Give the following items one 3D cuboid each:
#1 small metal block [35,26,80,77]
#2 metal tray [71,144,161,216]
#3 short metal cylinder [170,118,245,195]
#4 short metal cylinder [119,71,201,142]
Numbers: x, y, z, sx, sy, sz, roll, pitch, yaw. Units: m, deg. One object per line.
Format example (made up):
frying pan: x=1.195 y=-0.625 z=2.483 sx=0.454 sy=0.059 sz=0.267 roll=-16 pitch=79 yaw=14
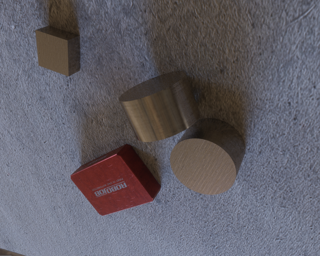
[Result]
small metal block: x=-0.136 y=-0.103 z=0.415 sx=0.050 sy=0.025 sz=0.050 roll=21 pitch=126 yaw=15
metal tray: x=-0.074 y=0.087 z=0.496 sx=0.130 sy=0.030 sz=0.090 roll=-26 pitch=105 yaw=37
short metal cylinder: x=0.059 y=0.035 z=0.381 sx=0.080 sy=0.050 sz=0.079 roll=13 pitch=124 yaw=21
short metal cylinder: x=0.000 y=-0.026 z=0.355 sx=0.080 sy=0.080 sz=0.050 roll=-10 pitch=114 yaw=32
